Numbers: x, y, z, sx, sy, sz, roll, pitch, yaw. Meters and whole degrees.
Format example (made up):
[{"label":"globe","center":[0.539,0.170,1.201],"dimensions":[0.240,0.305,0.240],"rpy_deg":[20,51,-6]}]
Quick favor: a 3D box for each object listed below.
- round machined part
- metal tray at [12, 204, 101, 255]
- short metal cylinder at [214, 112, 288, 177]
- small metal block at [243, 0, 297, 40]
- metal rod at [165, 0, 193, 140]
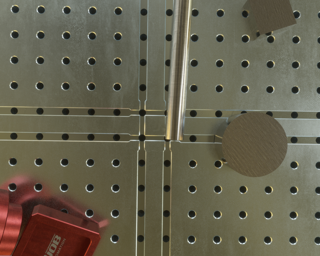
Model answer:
[{"label":"round machined part","center":[-0.204,0.126,0.383],"dimensions":[0.042,0.098,0.098],"rpy_deg":[21,90,-34]},{"label":"metal tray","center":[-0.144,0.174,0.396],"dimensions":[0.090,0.030,0.129],"rpy_deg":[26,90,-17]},{"label":"short metal cylinder","center":[0.115,0.020,0.402],"dimensions":[0.081,0.050,0.079],"rpy_deg":[0,90,-1]},{"label":"small metal block","center":[0.147,-0.152,0.415],"dimensions":[0.050,0.025,0.050],"rpy_deg":[-18,90,-1]},{"label":"metal rod","center":[0.029,-0.133,0.413],"dimensions":[0.025,0.025,0.298],"rpy_deg":[4,90,-1]}]
